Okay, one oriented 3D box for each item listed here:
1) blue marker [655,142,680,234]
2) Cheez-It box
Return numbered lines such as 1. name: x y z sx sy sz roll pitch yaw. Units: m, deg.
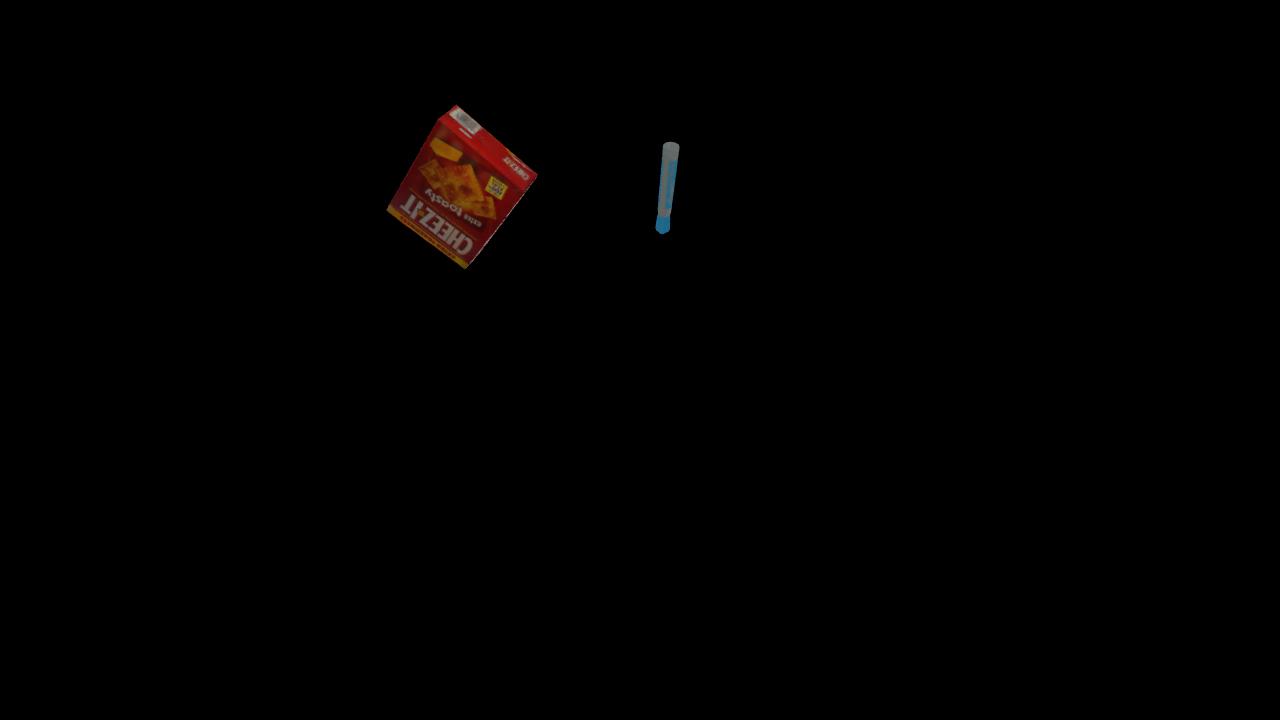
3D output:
1. blue marker: 0.032 -0.202 0.737 0.020 0.020 0.121 0 -40 -5
2. Cheez-It box: -0.300 -0.279 1.026 0.166 0.071 0.223 39 -49 -16
